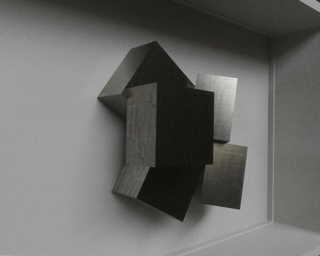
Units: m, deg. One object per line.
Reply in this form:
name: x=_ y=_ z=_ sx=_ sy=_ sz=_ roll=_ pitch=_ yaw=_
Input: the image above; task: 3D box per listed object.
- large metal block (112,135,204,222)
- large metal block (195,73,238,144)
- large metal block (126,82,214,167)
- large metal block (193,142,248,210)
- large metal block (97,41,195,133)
large metal block: x=0.000 y=0.061 z=0.387 sx=0.080 sy=0.050 sz=0.080 roll=37 pitch=67 yaw=-34
large metal block: x=0.068 y=-0.021 z=0.420 sx=0.080 sy=0.050 sz=0.080 roll=63 pitch=36 yaw=-81
large metal block: x=0.012 y=-0.001 z=0.333 sx=0.081 sy=0.050 sz=0.080 roll=3 pitch=87 yaw=-39
large metal block: x=0.080 y=0.064 z=0.430 sx=0.050 sy=0.080 sz=0.080 roll=9 pitch=82 yaw=0
large metal block: x=-0.014 y=-0.045 z=0.379 sx=0.080 sy=0.050 sz=0.080 roll=44 pitch=64 yaw=-32
